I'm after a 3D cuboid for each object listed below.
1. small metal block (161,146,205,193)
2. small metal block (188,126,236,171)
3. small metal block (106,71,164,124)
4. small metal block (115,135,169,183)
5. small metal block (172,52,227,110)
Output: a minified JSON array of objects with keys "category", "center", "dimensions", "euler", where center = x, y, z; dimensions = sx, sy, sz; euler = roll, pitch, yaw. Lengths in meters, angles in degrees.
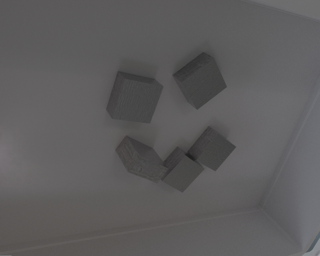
[{"category":"small metal block","center":[0.030,0.063,0.464],"dimensions":[0.050,0.025,0.050],"euler":[-49,129,6]},{"category":"small metal block","center":[0.079,0.032,0.472],"dimensions":[0.050,0.025,0.050],"euler":[32,101,-38]},{"category":"small metal block","center":[-0.031,-0.036,0.370],"dimensions":[0.050,0.025,0.050],"euler":[7,115,-32]},{"category":"small metal block","center":[-0.024,0.041,0.404],"dimensions":[0.050,0.050,0.025],"euler":[29,102,-38]},{"category":"small metal block","center":[0.052,-0.060,0.399],"dimensions":[0.050,0.025,0.050],"euler":[-38,129,-3]}]
